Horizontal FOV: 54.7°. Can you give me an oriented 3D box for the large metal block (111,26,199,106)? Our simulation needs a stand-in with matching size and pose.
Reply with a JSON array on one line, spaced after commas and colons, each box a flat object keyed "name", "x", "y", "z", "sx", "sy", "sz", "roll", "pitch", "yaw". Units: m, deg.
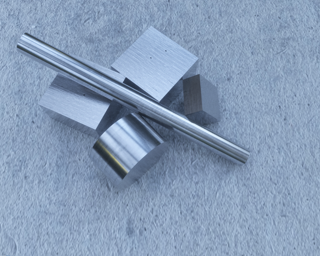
[{"name": "large metal block", "x": -0.006, "y": -0.077, "z": 0.421, "sx": 0.080, "sy": 0.050, "sz": 0.080, "roll": 38, "pitch": 74, "yaw": 12}]

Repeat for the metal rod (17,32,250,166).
[{"name": "metal rod", "x": -0.025, "y": -0.030, "z": 0.377, "sx": 0.301, "sy": 0.025, "sz": 0.025, "roll": 27, "pitch": 72, "yaw": -8}]

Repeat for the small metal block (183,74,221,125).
[{"name": "small metal block", "x": 0.055, "y": -0.036, "z": 0.407, "sx": 0.025, "sy": 0.050, "sz": 0.050, "roll": -15, "pitch": 66, "yaw": 33}]

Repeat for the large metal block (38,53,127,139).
[{"name": "large metal block", "x": -0.096, "y": -0.039, "z": 0.410, "sx": 0.080, "sy": 0.050, "sz": 0.080, "roll": 24, "pitch": 72, "yaw": 8}]

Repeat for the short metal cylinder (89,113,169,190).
[{"name": "short metal cylinder", "x": -0.036, "y": 0.028, "z": 0.369, "sx": 0.080, "sy": 0.080, "sz": 0.050, "roll": -42, "pitch": 76, "yaw": -14}]
